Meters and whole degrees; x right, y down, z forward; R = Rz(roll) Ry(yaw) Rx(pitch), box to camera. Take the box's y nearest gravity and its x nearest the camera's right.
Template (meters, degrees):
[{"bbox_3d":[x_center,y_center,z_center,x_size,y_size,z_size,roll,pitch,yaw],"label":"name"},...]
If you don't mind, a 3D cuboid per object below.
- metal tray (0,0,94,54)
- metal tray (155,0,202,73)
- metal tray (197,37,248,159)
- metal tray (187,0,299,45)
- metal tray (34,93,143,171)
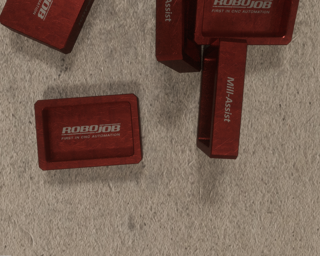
[{"bbox_3d":[-0.138,-0.175,0.406,0.090,0.030,0.129,24,90,-1],"label":"metal tray"},{"bbox_3d":[0.026,-0.138,0.375,0.030,0.090,0.129,0,90,21],"label":"metal tray"},{"bbox_3d":[0.071,-0.034,0.372,0.030,0.090,0.129,3,95,-4],"label":"metal tray"},{"bbox_3d":[0.103,-0.150,0.379,0.131,0.030,0.089,-3,114,-12],"label":"metal tray"},{"bbox_3d":[-0.091,0.005,0.406,0.131,0.030,0.089,-4,90,-1],"label":"metal tray"}]
